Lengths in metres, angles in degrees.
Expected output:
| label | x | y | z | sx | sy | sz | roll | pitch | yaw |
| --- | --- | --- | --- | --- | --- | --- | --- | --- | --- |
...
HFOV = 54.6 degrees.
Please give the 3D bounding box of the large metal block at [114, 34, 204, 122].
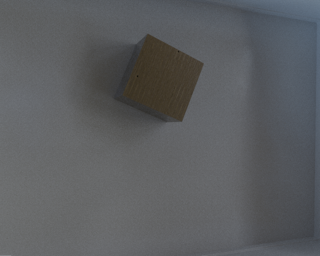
| label | x | y | z | sx | sy | sz | roll | pitch | yaw |
| --- | --- | --- | --- | --- | --- | --- | --- | --- | --- |
| large metal block | -0.002 | -0.060 | 0.396 | 0.080 | 0.050 | 0.080 | 23 | 82 | -19 |
